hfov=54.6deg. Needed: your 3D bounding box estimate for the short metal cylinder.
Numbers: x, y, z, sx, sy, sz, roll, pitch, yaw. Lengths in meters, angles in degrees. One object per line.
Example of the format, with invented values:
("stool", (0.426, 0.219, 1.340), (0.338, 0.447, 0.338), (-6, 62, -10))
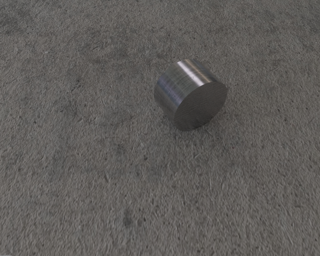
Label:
("short metal cylinder", (0.039, -0.042, 0.403), (0.081, 0.080, 0.050), (-24, 54, -19))
